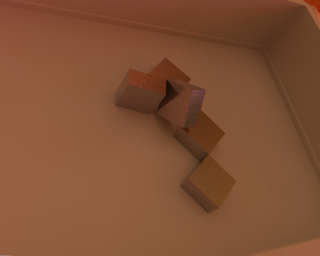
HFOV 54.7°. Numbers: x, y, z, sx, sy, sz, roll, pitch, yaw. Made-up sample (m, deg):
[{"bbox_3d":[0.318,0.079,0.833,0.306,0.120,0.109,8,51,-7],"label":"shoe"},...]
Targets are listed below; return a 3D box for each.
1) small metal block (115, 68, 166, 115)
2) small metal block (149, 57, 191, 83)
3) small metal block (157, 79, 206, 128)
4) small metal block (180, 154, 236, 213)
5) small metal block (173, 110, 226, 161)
[{"bbox_3d":[-0.026,-0.046,0.405,0.050,0.050,0.025,14,56,-21],"label":"small metal block"},{"bbox_3d":[0.010,-0.068,0.454,0.050,0.025,0.050,40,51,-1],"label":"small metal block"},{"bbox_3d":[0.027,-0.033,0.405,0.025,0.050,0.050,-7,27,-44],"label":"small metal block"},{"bbox_3d":[0.062,0.071,0.398,0.050,0.025,0.050,44,51,2],"label":"small metal block"},{"bbox_3d":[0.055,0.009,0.432,0.050,0.025,0.050,45,51,2],"label":"small metal block"}]
